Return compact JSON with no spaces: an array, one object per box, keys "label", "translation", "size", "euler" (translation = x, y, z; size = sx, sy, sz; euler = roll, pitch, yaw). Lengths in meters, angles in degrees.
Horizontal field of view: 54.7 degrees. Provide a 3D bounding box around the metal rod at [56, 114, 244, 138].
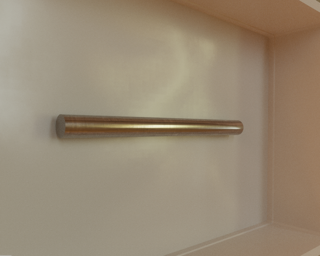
[{"label":"metal rod","translation":[0.013,-0.001,0.417],"size":[0.302,0.025,0.025],"euler":[0,90,-40]}]
